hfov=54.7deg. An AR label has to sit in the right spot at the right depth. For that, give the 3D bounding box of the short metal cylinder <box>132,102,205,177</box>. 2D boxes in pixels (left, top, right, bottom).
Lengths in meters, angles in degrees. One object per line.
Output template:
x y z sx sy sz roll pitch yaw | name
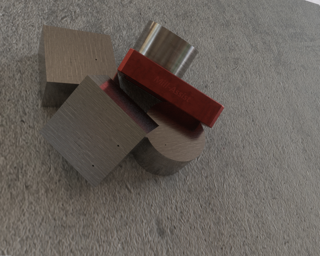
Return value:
0.009 0.014 0.386 0.081 0.050 0.080 14 56 -21 | short metal cylinder

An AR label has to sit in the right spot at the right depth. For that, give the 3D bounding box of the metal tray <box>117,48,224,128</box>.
0.010 -0.049 0.400 0.130 0.090 0.030 31 92 -8 | metal tray

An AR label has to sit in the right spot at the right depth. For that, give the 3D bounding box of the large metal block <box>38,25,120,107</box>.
-0.101 -0.071 0.376 0.081 0.050 0.080 1 61 -28 | large metal block

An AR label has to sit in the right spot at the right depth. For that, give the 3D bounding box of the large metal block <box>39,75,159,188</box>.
-0.062 0.001 0.327 0.080 0.080 0.050 45 15 2 | large metal block

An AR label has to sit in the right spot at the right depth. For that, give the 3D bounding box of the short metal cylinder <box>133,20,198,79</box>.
0.006 -0.106 0.432 0.080 0.050 0.080 31 11 -6 | short metal cylinder
